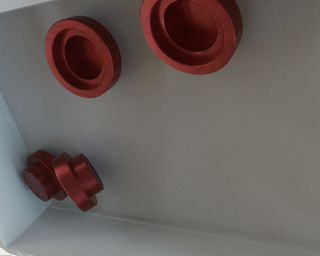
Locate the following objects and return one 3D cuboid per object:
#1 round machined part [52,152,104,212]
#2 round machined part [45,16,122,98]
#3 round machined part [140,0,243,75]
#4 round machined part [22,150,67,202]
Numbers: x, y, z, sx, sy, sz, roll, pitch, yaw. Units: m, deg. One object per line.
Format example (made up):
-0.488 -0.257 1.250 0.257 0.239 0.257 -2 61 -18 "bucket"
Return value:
-0.123 0.078 0.487 0.098 0.042 0.098 56 171 14 "round machined part"
-0.090 -0.090 0.388 0.098 0.042 0.097 13 124 20 "round machined part"
0.033 -0.104 0.303 0.098 0.042 0.097 23 146 16 "round machined part"
-0.202 0.090 0.543 0.098 0.042 0.097 24 135 28 "round machined part"
